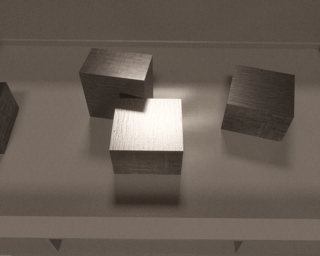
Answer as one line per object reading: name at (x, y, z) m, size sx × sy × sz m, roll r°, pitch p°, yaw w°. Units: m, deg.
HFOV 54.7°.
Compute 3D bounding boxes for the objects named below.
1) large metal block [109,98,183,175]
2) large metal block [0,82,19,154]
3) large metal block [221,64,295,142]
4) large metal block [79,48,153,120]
large metal block at (-0.014, 0.010, 0.381) m, size 0.081 × 0.050 × 0.080 m, roll 1°, pitch 50°, yaw 0°
large metal block at (-0.239, -0.012, 0.396) m, size 0.081 × 0.050 × 0.080 m, roll -2°, pitch 50°, yaw -3°
large metal block at (0.133, -0.035, 0.420) m, size 0.080 × 0.050 × 0.080 m, roll 13°, pitch 51°, yaw 10°
large metal block at (-0.054, -0.055, 0.415) m, size 0.080 × 0.080 × 0.050 m, roll 8°, pitch 51°, yaw 6°
